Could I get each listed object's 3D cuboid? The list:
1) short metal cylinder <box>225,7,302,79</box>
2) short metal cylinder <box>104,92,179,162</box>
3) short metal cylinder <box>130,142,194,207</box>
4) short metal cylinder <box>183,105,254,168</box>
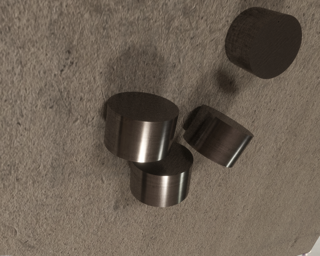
[{"bbox_3d":[0.132,-0.109,0.397,0.081,0.050,0.079,-14,125,-21],"label":"short metal cylinder"},{"bbox_3d":[-0.022,-0.004,0.358,0.081,0.080,0.050,-4,121,-27],"label":"short metal cylinder"},{"bbox_3d":[0.001,0.058,0.409,0.081,0.080,0.050,-10,123,-24],"label":"short metal cylinder"},{"bbox_3d":[0.079,0.010,0.423,0.080,0.080,0.050,20,108,-36],"label":"short metal cylinder"}]
